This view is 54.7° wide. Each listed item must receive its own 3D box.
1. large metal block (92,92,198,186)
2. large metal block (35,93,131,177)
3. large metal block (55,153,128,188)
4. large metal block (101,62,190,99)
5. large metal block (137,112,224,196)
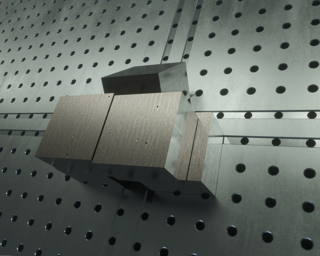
[{"bbox_3d":[-0.013,0.011,0.324,0.080,0.050,0.080,0,62,28],"label":"large metal block"},{"bbox_3d":[-0.085,0.008,0.362,0.080,0.050,0.080,0,62,28],"label":"large metal block"},{"bbox_3d":[-0.080,0.030,0.415,0.080,0.050,0.080,2,62,28],"label":"large metal block"},{"bbox_3d":[-0.016,-0.052,0.404,0.080,0.050,0.080,1,20,28],"label":"large metal block"},{"bbox_3d":[0.024,0.030,0.360,0.080,0.050,0.080,-1,61,27],"label":"large metal block"}]
